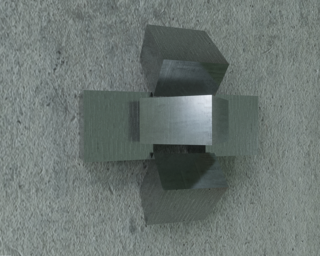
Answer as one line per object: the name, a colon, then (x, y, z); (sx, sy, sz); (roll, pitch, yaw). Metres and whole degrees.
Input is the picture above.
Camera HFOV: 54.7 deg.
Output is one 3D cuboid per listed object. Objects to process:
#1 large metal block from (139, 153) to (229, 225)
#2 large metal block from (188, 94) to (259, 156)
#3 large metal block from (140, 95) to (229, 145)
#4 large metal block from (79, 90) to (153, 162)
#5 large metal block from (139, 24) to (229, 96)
large metal block: (0.026, 0.076, 0.385); (0.081, 0.079, 0.050); (1, 47, -19)
large metal block: (0.087, -0.004, 0.427); (0.081, 0.050, 0.079); (0, 90, -21)
large metal block: (0.031, -0.008, 0.358); (0.080, 0.080, 0.050); (0, 91, 24)
large metal block: (-0.055, -0.003, 0.377); (0.081, 0.050, 0.079); (-1, 90, -21)
large metal block: (0.026, -0.083, 0.385); (0.081, 0.080, 0.050); (0, 134, -20)
